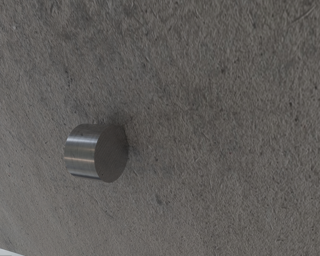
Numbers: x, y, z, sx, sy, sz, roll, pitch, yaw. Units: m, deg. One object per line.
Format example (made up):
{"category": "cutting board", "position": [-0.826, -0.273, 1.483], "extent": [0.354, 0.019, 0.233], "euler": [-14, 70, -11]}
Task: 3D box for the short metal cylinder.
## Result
{"category": "short metal cylinder", "position": [-0.088, 0.034, 0.439], "extent": [0.050, 0.080, 0.080], "euler": [3, 120, 27]}
